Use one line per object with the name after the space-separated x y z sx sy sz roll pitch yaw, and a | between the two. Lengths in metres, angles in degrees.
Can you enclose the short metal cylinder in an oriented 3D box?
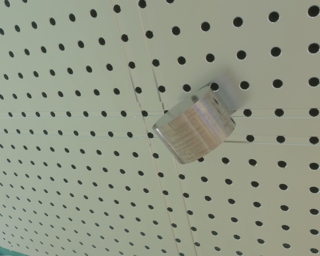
0.038 -0.004 0.354 0.080 0.080 0.050 -30 102 38 | short metal cylinder
